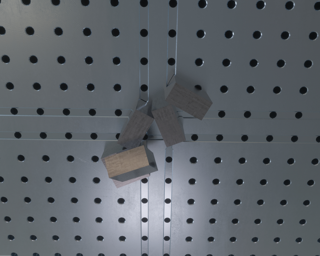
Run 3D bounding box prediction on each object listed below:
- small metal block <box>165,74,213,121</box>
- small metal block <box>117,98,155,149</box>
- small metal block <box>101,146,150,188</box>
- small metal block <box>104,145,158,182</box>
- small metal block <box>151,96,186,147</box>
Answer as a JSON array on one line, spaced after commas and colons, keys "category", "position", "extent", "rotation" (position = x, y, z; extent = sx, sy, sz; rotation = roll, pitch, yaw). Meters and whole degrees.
[{"category": "small metal block", "position": [0.034, -0.039, 0.386], "extent": [0.050, 0.050, 0.025], "rotation": [28, 108, -10]}, {"category": "small metal block", "position": [-0.030, -0.005, 0.398], "extent": [0.025, 0.050, 0.050], "rotation": [28, 108, -10]}, {"category": "small metal block", "position": [-0.046, 0.049, 0.431], "extent": [0.050, 0.025, 0.050], "rotation": [-22, 109, 7]}, {"category": "small metal block", "position": [-0.034, 0.046, 0.387], "extent": [0.050, 0.050, 0.025], "rotation": [-19, 72, 6]}, {"category": "small metal block", "position": [0.011, -0.011, 0.396], "extent": [0.025, 0.050, 0.050], "rotation": [-20, 109, 7]}]
